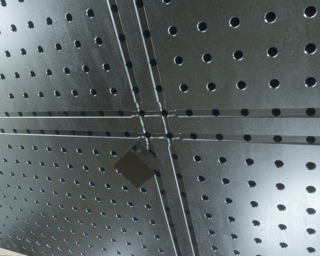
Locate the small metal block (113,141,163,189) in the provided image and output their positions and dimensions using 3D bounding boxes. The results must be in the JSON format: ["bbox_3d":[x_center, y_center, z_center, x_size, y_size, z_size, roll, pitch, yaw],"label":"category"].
[{"bbox_3d":[-0.033,0.055,0.461,0.050,0.025,0.050,44,129,-3],"label":"small metal block"}]
